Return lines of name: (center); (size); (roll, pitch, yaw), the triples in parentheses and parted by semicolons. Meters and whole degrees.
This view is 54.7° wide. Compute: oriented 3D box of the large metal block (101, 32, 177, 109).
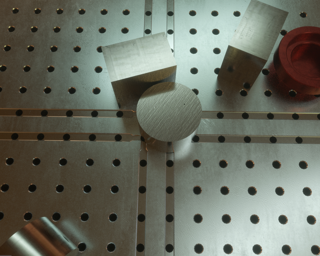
large metal block: (-0.026, -0.073, 0.409); (0.081, 0.080, 0.050); (-16, 71, -6)

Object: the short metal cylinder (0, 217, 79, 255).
short metal cylinder: (-0.134, 0.143, 0.329); (0.050, 0.080, 0.080); (39, 75, 13)

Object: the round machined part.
round machined part: (0.209, -0.090, 0.437); (0.099, 0.042, 0.098); (0, 70, 0)

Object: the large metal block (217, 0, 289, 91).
large metal block: (0.124, -0.111, 0.424); (0.050, 0.080, 0.080); (25, 72, 9)

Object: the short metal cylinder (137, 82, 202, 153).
short metal cylinder: (0.012, -0.013, 0.403); (0.081, 0.050, 0.080); (0, 70, 0)
